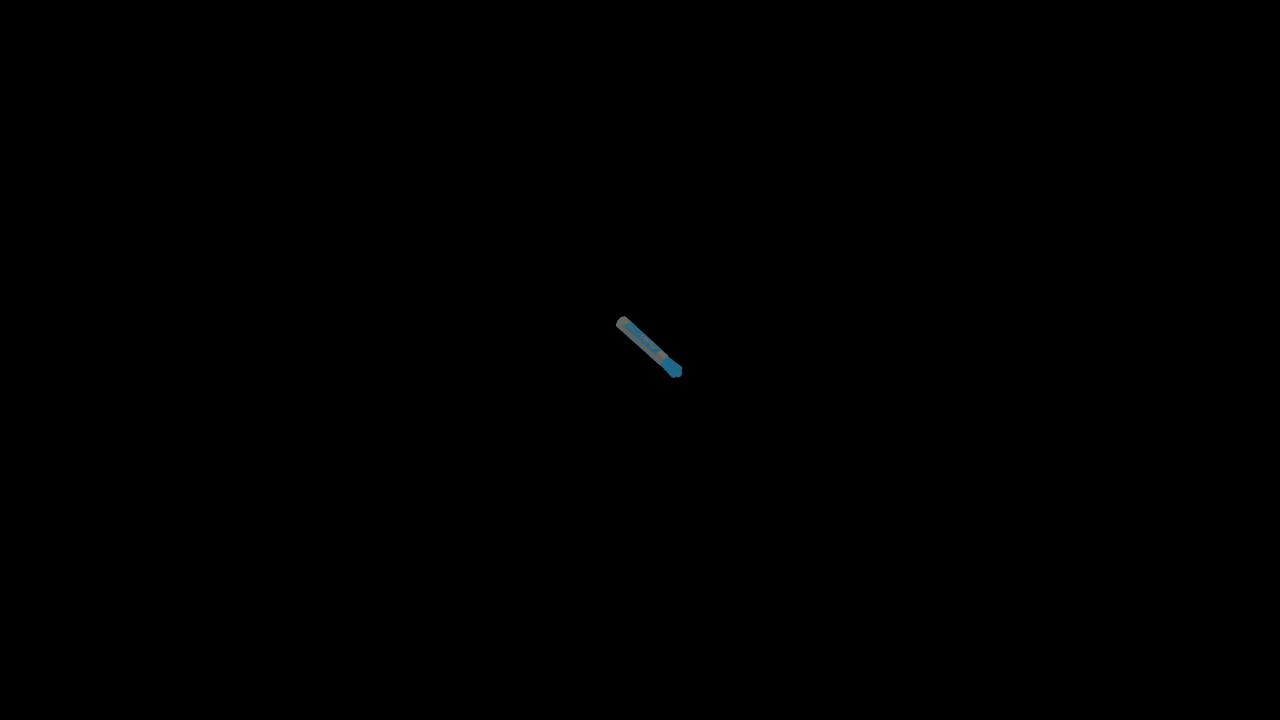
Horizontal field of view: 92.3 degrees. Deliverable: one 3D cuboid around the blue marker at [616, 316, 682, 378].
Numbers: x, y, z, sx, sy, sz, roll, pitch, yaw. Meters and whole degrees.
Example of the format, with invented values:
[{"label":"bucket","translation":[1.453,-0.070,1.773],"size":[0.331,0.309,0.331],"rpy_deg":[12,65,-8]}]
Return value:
[{"label":"blue marker","translation":[0.012,-0.017,0.812],"size":[0.121,0.020,0.020],"rpy_deg":[43,25,29]}]
